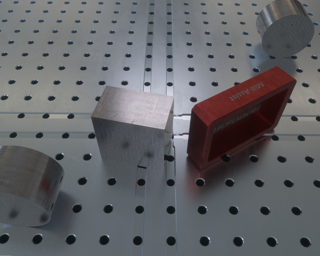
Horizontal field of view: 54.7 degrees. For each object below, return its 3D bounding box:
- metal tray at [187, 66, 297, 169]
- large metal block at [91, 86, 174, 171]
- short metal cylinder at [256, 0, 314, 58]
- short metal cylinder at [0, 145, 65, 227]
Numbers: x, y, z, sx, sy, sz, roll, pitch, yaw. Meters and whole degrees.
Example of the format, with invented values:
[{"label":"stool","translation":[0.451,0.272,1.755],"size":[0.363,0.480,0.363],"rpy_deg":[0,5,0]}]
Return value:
[{"label":"metal tray","translation":[0.096,-0.012,0.375],"size":[0.131,0.089,0.030],"rpy_deg":[-26,55,-20]},{"label":"large metal block","translation":[-0.029,0.001,0.370],"size":[0.080,0.080,0.050],"rpy_deg":[10,51,8]},{"label":"short metal cylinder","translation":[0.204,-0.164,0.511],"size":[0.081,0.080,0.050],"rpy_deg":[0,50,0]},{"label":"short metal cylinder","translation":[-0.146,0.062,0.319],"size":[0.080,0.080,0.050],"rpy_deg":[3,50,3]}]
